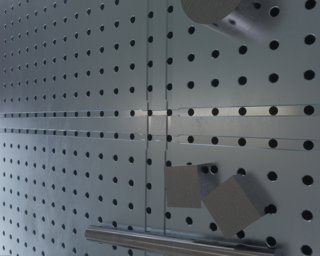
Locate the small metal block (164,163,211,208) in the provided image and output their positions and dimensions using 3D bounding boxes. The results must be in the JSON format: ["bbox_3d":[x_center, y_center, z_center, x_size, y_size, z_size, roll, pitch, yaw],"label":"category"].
[{"bbox_3d":[0.034,0.070,0.381,0.050,0.025,0.050,-10,84,39],"label":"small metal block"}]

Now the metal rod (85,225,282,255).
[{"bbox_3d":[0.004,0.152,0.406,0.300,0.025,0.025,-9,85,39],"label":"metal rod"}]

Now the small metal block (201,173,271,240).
[{"bbox_3d":[0.083,0.085,0.341,0.050,0.025,0.050,-47,62,30],"label":"small metal block"}]

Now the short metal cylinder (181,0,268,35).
[{"bbox_3d":[0.069,-0.147,0.336,0.080,0.050,0.080,0,90,40],"label":"short metal cylinder"}]
